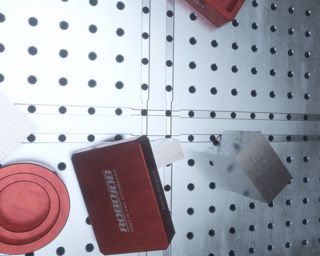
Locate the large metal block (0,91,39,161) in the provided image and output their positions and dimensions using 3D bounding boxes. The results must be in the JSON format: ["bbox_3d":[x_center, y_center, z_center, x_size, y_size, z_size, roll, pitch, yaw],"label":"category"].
[{"bbox_3d":[-0.190,-0.001,0.329,0.080,0.050,0.080,-46,104,-14],"label":"large metal block"}]

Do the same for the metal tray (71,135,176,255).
[{"bbox_3d":[-0.043,0.081,0.367,0.090,0.030,0.129,-13,96,19],"label":"metal tray"}]

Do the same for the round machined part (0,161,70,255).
[{"bbox_3d":[-0.153,0.086,0.347,0.099,0.042,0.097,0,90,-20],"label":"round machined part"}]

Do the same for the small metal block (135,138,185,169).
[{"bbox_3d":[-0.004,0.033,0.398,0.050,0.050,0.025,-19,97,-19],"label":"small metal block"}]

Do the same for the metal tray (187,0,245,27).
[{"bbox_3d":[0.066,-0.218,0.433,0.130,0.030,0.090,34,79,-17],"label":"metal tray"}]

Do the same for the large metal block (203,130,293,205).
[{"bbox_3d":[0.118,0.050,0.427,0.050,0.080,0.080,-41,103,-15],"label":"large metal block"}]
